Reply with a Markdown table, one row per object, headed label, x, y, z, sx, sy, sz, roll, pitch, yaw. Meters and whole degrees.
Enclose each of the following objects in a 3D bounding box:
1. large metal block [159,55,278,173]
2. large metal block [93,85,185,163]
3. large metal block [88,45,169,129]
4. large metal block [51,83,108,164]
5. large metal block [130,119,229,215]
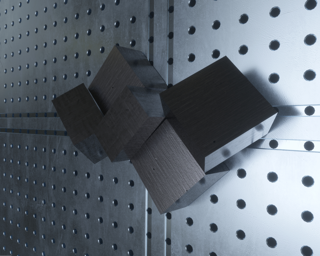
| label | x | y | z | sx | sy | sz | roll | pitch | yaw |
| --- | --- | --- | --- | --- | --- | --- | --- | --- | --- |
| large metal block | 0.057 | -0.014 | 0.319 | 0.080 | 0.050 | 0.080 | -31 | 65 | -7 |
| large metal block | -0.023 | -0.005 | 0.393 | 0.080 | 0.081 | 0.050 | -50 | 62 | 28 |
| large metal block | -0.045 | -0.054 | 0.431 | 0.080 | 0.050 | 0.080 | -50 | 61 | 30 |
| large metal block | -0.103 | -0.004 | 0.450 | 0.050 | 0.080 | 0.080 | -31 | 65 | -6 |
| large metal block | 0.021 | 0.045 | 0.376 | 0.080 | 0.050 | 0.080 | -48 | 60 | 29 |
